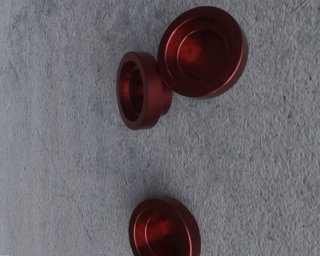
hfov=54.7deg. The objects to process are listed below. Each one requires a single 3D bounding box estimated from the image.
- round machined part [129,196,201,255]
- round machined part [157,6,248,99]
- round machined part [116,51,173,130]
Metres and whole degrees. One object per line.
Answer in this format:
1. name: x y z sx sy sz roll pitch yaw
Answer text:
1. round machined part: 0.010 0.133 0.386 0.098 0.042 0.097 0 90 40
2. round machined part: 0.050 -0.080 0.346 0.098 0.042 0.097 -2 86 30
3. round machined part: -0.018 -0.047 0.395 0.098 0.042 0.097 18 111 60
